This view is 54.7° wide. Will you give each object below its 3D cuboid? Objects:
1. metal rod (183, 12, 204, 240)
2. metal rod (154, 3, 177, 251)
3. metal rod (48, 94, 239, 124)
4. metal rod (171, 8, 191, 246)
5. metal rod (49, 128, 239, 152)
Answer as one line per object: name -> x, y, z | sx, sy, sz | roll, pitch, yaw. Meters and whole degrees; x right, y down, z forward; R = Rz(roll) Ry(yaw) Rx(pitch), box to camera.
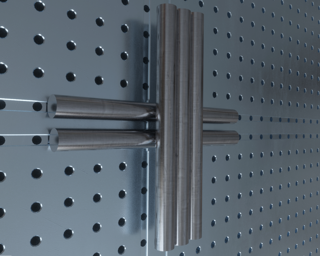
metal rod -> 0.045, -0.003, 0.417 | 0.025, 0.025, 0.298 | 1, 90, -40
metal rod -> 0.007, -0.001, 0.385 | 0.025, 0.025, 0.298 | 1, 90, -40
metal rod -> 0.005, -0.020, 0.415 | 0.302, 0.025, 0.025 | 1, 90, -40
metal rod -> 0.026, -0.002, 0.401 | 0.025, 0.025, 0.298 | 1, 90, -40
metal rod -> 0.006, 0.014, 0.417 | 0.302, 0.025, 0.025 | 1, 90, -40
